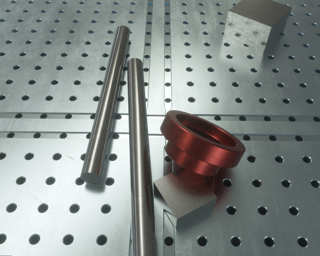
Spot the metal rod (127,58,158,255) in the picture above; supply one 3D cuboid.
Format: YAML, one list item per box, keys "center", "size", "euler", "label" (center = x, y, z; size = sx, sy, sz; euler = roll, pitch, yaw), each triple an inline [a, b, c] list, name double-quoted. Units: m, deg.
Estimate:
- center: [-0.027, 0.013, 0.396]
  size: [0.025, 0.025, 0.300]
  euler: [-4, 50, -3]
  label: "metal rod"

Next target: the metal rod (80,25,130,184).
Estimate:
- center: [-0.072, -0.057, 0.454]
  size: [0.025, 0.025, 0.300]
  euler: [2, 50, 1]
  label: "metal rod"

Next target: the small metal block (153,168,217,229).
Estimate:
- center: [0.027, 0.075, 0.345]
  size: [0.050, 0.025, 0.050]
  euler: [-23, 54, -19]
  label: "small metal block"

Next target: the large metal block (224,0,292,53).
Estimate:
- center: [0.173, -0.189, 0.553]
  size: [0.080, 0.050, 0.080]
  euler: [32, 57, 23]
  label: "large metal block"

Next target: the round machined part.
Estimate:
- center: [0.045, 0.020, 0.360]
  size: [0.099, 0.042, 0.098]
  euler: [22, 16, -7]
  label: "round machined part"
